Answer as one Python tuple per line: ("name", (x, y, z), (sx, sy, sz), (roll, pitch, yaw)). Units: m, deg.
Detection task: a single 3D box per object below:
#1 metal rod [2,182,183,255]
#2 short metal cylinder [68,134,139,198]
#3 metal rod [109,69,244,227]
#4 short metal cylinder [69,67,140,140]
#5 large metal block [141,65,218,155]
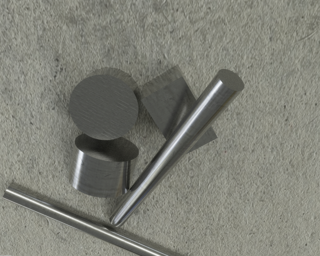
("metal rod", (-0.084, 0.156, 0.466), (0.301, 0.025, 0.025), (27, 108, -10))
("short metal cylinder", (-0.072, 0.045, 0.396), (0.080, 0.080, 0.050), (14, 110, -5))
("metal rod", (-0.003, 0.048, 0.357), (0.025, 0.025, 0.298), (26, 135, -9))
("short metal cylinder", (-0.065, -0.031, 0.384), (0.081, 0.050, 0.079), (0, 110, 0))
("large metal block", (0.022, -0.023, 0.372), (0.050, 0.080, 0.080), (-29, 108, 10))
